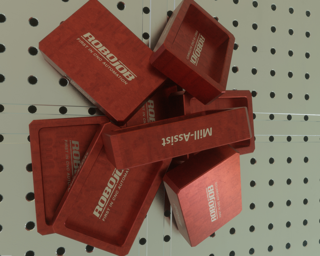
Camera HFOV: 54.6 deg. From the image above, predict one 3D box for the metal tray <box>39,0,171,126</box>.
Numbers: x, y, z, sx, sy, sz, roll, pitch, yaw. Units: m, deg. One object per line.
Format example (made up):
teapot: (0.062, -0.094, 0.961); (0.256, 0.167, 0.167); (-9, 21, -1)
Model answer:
metal tray: (-0.063, -0.077, 0.369); (0.130, 0.030, 0.090); (43, 76, 1)

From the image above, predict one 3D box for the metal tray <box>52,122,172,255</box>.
metal tray: (-0.053, 0.069, 0.358); (0.090, 0.030, 0.130); (28, 81, -18)

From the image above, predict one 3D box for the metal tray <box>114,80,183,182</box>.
metal tray: (-0.012, 0.000, 0.405); (0.091, 0.030, 0.129); (-5, 90, -22)

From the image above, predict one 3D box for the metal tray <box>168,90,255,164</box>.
metal tray: (0.074, -0.005, 0.417); (0.131, 0.030, 0.090); (-5, 92, -37)

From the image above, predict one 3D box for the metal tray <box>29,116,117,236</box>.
metal tray: (-0.103, 0.053, 0.372); (0.091, 0.030, 0.129); (-5, 91, -21)

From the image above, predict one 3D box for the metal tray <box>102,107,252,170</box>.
metal tray: (0.012, 0.007, 0.314); (0.131, 0.090, 0.030); (-12, 94, -15)

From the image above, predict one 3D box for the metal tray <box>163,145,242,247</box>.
metal tray: (0.060, 0.087, 0.396); (0.090, 0.030, 0.129); (-30, 133, -17)

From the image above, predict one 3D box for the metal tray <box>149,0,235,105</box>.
metal tray: (0.047, -0.101, 0.391); (0.090, 0.030, 0.130); (35, 46, -16)
